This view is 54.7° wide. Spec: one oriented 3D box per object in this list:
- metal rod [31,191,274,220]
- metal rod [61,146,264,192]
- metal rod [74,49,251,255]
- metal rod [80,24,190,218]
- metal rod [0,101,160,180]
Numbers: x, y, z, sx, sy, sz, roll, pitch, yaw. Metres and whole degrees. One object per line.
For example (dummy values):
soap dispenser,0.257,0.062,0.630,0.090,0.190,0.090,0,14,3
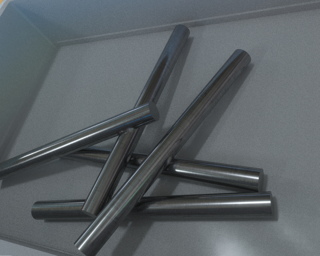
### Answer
metal rod,-0.028,0.093,0.360,0.301,0.025,0.025,-8,58,23
metal rod,-0.027,0.043,0.390,0.300,0.025,0.025,5,64,30
metal rod,0.015,0.016,0.360,0.025,0.025,0.301,27,68,37
metal rod,-0.021,-0.027,0.408,0.025,0.025,0.300,7,59,31
metal rod,-0.137,0.028,0.425,0.300,0.025,0.025,-20,54,22
